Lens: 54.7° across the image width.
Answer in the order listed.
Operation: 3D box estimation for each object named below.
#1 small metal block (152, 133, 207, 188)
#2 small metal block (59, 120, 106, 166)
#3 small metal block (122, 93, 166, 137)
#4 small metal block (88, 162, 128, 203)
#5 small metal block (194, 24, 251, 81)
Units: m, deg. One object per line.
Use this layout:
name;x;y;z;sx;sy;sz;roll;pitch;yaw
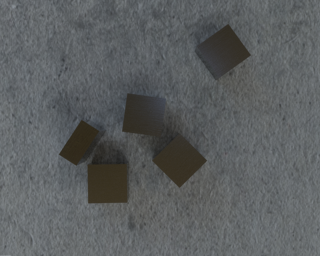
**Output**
small metal block;0.025;0.042;0.410;0.050;0.025;0.050;-45;91;0
small metal block;-0.097;0.018;0.396;0.025;0.050;0.050;33;90;0
small metal block;-0.020;-0.017;0.410;0.050;0.025;0.050;8;90;-1
small metal block;-0.067;0.071;0.409;0.050;0.025;0.050;-1;90;-1
small metal block;0.082;-0.100;0.411;0.050;0.025;0.050;-36;90;0
